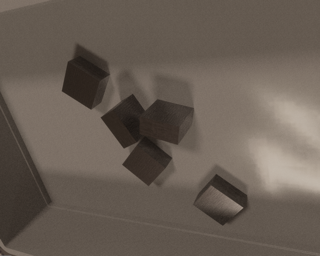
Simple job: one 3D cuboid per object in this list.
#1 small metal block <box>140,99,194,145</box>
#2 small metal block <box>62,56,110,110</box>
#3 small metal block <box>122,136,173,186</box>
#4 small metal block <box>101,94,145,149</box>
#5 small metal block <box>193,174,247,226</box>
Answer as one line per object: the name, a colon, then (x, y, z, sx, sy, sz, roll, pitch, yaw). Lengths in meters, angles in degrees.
small metal block: (0.009, -0.009, 0.381, 0.050, 0.050, 0.025, 15, 125, 19)
small metal block: (-0.102, -0.061, 0.422, 0.050, 0.025, 0.050, 32, 128, 7)
small metal block: (-0.019, 0.048, 0.447, 0.050, 0.025, 0.050, 39, 129, 1)
small metal block: (-0.041, -0.010, 0.407, 0.025, 0.050, 0.050, -26, 104, 37)
small metal block: (0.082, 0.099, 0.426, 0.050, 0.025, 0.050, 35, 129, 4)
